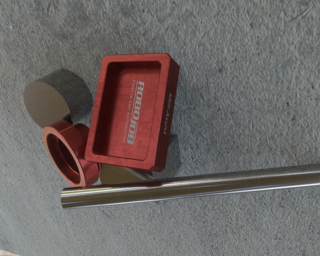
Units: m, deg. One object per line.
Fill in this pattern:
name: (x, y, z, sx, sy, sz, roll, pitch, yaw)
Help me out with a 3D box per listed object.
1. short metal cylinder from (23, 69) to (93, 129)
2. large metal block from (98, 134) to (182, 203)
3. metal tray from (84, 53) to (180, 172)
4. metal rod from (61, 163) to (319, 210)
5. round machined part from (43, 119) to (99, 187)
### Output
short metal cylinder: (-0.144, -0.038, 0.442, 0.080, 0.050, 0.079, 13, 124, 20)
large metal block: (-0.025, 0.047, 0.413, 0.080, 0.080, 0.050, 5, 121, 25)
metal tray: (-0.032, -0.019, 0.359, 0.090, 0.030, 0.129, 5, 81, 25)
metal rod: (0.039, 0.066, 0.351, 0.302, 0.025, 0.025, -6, 118, 3)
round machined part: (-0.112, 0.032, 0.417, 0.098, 0.042, 0.097, 30, 136, 34)
